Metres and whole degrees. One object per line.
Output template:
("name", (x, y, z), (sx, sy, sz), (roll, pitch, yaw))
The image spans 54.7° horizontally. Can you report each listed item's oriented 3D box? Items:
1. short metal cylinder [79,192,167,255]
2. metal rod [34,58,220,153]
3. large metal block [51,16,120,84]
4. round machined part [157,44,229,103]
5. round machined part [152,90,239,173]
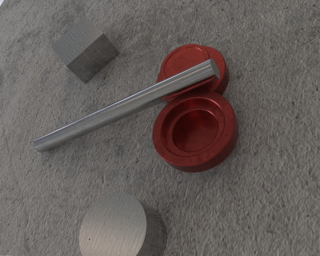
("short metal cylinder", (-0.039, 0.116, 0.337), (0.080, 0.050, 0.080), (-13, 56, 21))
("metal rod", (-0.062, -0.020, 0.419), (0.300, 0.025, 0.025), (-21, 53, 27))
("large metal block", (-0.131, -0.137, 0.541), (0.080, 0.050, 0.080), (-42, 51, -1))
("round machined part", (0.040, -0.074, 0.418), (0.098, 0.042, 0.098), (-13, 56, 21))
("round machined part", (0.044, 0.007, 0.366), (0.098, 0.042, 0.098), (-13, 56, 21))
